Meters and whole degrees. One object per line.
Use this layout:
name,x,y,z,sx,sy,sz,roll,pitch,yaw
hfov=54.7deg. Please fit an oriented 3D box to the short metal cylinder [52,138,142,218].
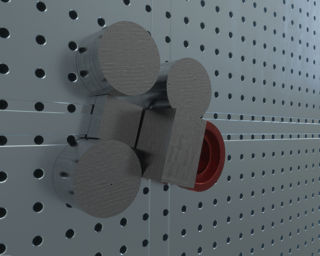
short metal cylinder,-0.067,0.052,0.336,0.081,0.050,0.080,0,90,-40

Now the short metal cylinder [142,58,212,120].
short metal cylinder,0.023,-0.049,0.411,0.081,0.050,0.080,0,90,-40

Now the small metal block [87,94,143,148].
small metal block,-0.052,-0.007,0.365,0.050,0.025,0.050,19,78,-38

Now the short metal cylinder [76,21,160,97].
short metal cylinder,-0.047,-0.075,0.353,0.081,0.050,0.080,0,90,-40

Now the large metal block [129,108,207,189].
large metal block,0.002,0.023,0.371,0.050,0.080,0.080,20,77,-38

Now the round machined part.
round machined part,0.044,0.037,0.435,0.099,0.042,0.097,0,90,-40
